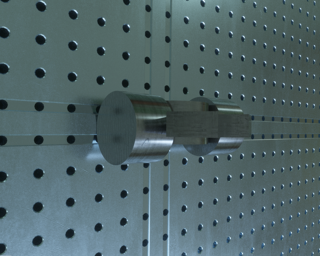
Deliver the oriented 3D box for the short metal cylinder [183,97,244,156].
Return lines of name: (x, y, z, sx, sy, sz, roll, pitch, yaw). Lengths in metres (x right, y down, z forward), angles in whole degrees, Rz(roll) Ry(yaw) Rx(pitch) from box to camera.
short metal cylinder: (0.071, -0.002, 0.432, 0.050, 0.080, 0.080, 1, 90, -39)

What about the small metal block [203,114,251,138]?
small metal block: (0.078, -0.002, 0.359, 0.050, 0.050, 0.025, 1, 90, -71)

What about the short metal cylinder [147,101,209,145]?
short metal cylinder: (0.021, -0.006, 0.391, 0.081, 0.080, 0.050, 1, 89, -40)

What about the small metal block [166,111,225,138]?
small metal block: (0.038, -0.003, 0.319, 0.050, 0.050, 0.025, 1, 90, -72)

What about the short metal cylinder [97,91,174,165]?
short metal cylinder: (-0.029, 0.000, 0.348, 0.050, 0.080, 0.080, 1, 89, -40)
